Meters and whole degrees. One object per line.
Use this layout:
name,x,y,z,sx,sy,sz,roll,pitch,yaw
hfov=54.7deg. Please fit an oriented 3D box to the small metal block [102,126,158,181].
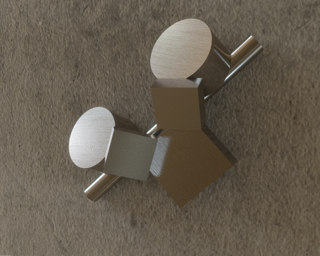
small metal block,-0.035,0.029,0.356,0.050,0.025,0.050,14,96,-13

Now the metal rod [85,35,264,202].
metal rod,0.009,-0.003,0.406,0.299,0.025,0.025,-43,77,14

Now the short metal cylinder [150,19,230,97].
short metal cylinder,0.036,-0.080,0.368,0.080,0.050,0.080,-14,65,31

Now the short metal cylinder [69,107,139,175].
short metal cylinder,-0.072,0.018,0.406,0.080,0.050,0.080,-14,65,31

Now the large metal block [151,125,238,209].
large metal block,0.035,0.038,0.382,0.080,0.050,0.080,-43,77,14

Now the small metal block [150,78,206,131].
small metal block,0.021,-0.026,0.336,0.050,0.025,0.050,2,122,19
